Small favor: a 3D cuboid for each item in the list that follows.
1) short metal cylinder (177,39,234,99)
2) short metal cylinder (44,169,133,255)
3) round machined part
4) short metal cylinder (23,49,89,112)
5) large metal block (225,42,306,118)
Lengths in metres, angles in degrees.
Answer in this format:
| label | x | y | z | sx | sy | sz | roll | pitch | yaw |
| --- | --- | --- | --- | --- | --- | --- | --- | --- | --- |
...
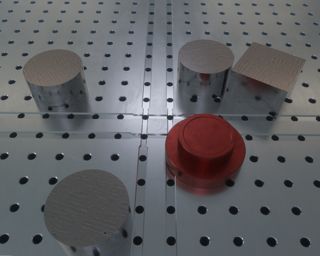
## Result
| label | x | y | z | sx | sy | sz | roll | pitch | yaw |
| --- | --- | --- | --- | --- | --- | --- | --- | --- | --- |
| short metal cylinder | 0.067 | -0.089 | 0.466 | 0.081 | 0.050 | 0.080 | 0 | 50 | 0 |
| short metal cylinder | -0.070 | 0.089 | 0.316 | 0.081 | 0.050 | 0.080 | 0 | 50 | 0 |
| round machined part | 0.056 | 0.020 | 0.380 | 0.099 | 0.042 | 0.098 | 0 | 50 | 0 |
| short metal cylinder | -0.148 | -0.069 | 0.448 | 0.081 | 0.050 | 0.080 | 0 | 50 | 0 |
| large metal block | 0.154 | -0.073 | 0.454 | 0.080 | 0.050 | 0.080 | 27 | 55 | 20 |
